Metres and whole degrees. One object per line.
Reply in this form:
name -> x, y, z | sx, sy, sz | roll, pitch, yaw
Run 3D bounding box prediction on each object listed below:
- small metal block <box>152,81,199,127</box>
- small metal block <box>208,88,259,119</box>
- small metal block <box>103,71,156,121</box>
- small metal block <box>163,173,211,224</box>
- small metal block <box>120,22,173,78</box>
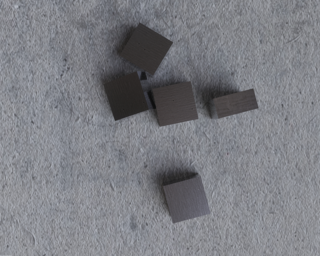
small metal block -> 0.020, -0.031, 0.410 | 0.050, 0.025, 0.050 | -12, 90, 0
small metal block -> 0.092, -0.030, 0.398 | 0.050, 0.050, 0.025 | -15, 90, 0
small metal block -> -0.039, -0.041, 0.401 | 0.050, 0.025, 0.050 | -17, 90, 22
small metal block -> 0.035, 0.092, 0.410 | 0.050, 0.025, 0.050 | -15, 90, 0
small metal block -> -0.017, -0.102, 0.410 | 0.050, 0.025, 0.050 | 31, 90, 0
